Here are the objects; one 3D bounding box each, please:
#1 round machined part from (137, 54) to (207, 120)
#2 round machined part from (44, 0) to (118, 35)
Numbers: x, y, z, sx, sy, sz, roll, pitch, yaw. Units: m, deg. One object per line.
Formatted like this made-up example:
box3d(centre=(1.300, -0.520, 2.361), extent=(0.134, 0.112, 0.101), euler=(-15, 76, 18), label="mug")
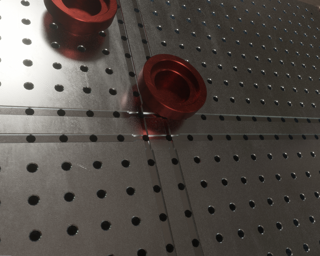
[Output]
box3d(centre=(0.014, -0.053, 0.439), extent=(0.099, 0.042, 0.098), euler=(14, 56, -21), label="round machined part")
box3d(centre=(-0.114, -0.173, 0.442), extent=(0.099, 0.042, 0.098), euler=(14, 56, -21), label="round machined part")
